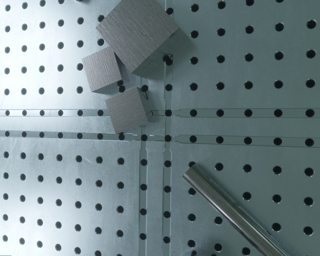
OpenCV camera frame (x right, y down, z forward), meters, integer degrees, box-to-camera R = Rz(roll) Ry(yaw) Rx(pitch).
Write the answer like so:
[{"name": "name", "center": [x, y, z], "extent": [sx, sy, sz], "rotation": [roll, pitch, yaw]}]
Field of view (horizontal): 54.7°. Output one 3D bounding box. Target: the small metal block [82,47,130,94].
[{"name": "small metal block", "center": [-0.077, -0.082, 0.438], "extent": [0.050, 0.025, 0.050], "rotation": [-19, 84, 18]}]

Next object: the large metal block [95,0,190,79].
[{"name": "large metal block", "center": [-0.022, -0.124, 0.406], "extent": [0.080, 0.050, 0.080], "rotation": [-41, 78, 15]}]

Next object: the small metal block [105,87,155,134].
[{"name": "small metal block", "center": [-0.041, -0.023, 0.426], "extent": [0.050, 0.025, 0.050], "rotation": [-20, 84, 18]}]

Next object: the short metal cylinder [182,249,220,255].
[{"name": "short metal cylinder", "center": [0.049, 0.198, 0.382], "extent": [0.080, 0.050, 0.079], "rotation": [0, 90, 19]}]

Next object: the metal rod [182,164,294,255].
[{"name": "metal rod", "center": [0.143, 0.154, 0.361], "extent": [0.300, 0.025, 0.025], "rotation": [43, 103, 14]}]
